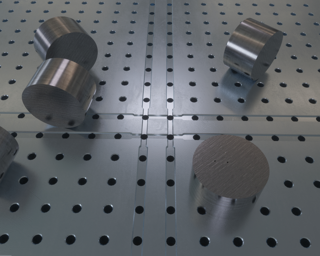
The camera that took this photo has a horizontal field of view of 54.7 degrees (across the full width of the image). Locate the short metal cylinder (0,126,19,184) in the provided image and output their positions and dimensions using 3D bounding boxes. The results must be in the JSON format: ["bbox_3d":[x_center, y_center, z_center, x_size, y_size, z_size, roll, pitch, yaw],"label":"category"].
[{"bbox_3d":[-0.209,0.030,0.345,0.080,0.080,0.050,7,51,5],"label":"short metal cylinder"}]

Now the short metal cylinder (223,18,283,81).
[{"bbox_3d":[0.142,-0.120,0.473,0.050,0.080,0.080,36,59,26],"label":"short metal cylinder"}]

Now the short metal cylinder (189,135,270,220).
[{"bbox_3d":[0.075,0.054,0.346,0.081,0.050,0.080,0,50,0],"label":"short metal cylinder"}]

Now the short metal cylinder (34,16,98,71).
[{"bbox_3d":[-0.143,-0.121,0.473,0.081,0.080,0.050,-27,55,-21],"label":"short metal cylinder"}]

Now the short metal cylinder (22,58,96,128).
[{"bbox_3d":[-0.131,-0.045,0.408,0.080,0.080,0.050,7,51,5],"label":"short metal cylinder"}]
